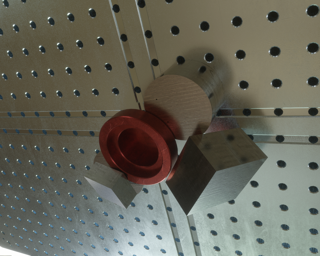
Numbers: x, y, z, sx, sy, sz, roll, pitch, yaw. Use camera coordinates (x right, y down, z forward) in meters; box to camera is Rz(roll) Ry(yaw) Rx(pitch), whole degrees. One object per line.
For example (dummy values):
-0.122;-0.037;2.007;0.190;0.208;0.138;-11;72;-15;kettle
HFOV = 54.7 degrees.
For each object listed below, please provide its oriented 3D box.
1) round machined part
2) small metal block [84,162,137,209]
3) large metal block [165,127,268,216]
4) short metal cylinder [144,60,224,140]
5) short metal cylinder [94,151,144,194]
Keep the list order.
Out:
-0.023;0.020;0.386;0.098;0.042;0.097;13;124;21;round machined part
-0.065;0.076;0.412;0.050;0.025;0.050;15;145;34;small metal block
0.064;0.050;0.364;0.050;0.081;0.079;55;138;34;large metal block
0.029;-0.033;0.360;0.080;0.050;0.079;13;124;21;short metal cylinder
-0.049;0.053;0.453;0.080;0.050;0.079;13;124;21;short metal cylinder
